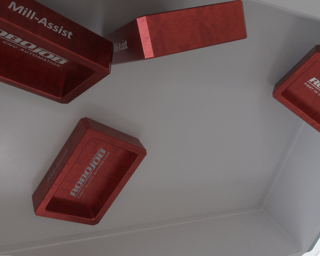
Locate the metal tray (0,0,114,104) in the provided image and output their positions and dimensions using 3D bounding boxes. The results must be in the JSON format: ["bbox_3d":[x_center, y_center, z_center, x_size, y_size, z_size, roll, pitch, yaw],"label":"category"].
[{"bbox_3d":[-0.118,-0.068,0.263,0.131,0.030,0.090,21,150,-36],"label":"metal tray"}]

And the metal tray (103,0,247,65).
[{"bbox_3d":[0.005,-0.084,0.290,0.091,0.130,0.030,-17,104,-19],"label":"metal tray"}]

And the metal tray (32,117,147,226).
[{"bbox_3d":[-0.089,0.060,0.393,0.090,0.030,0.129,26,104,-37],"label":"metal tray"}]

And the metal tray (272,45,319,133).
[{"bbox_3d":[0.241,-0.043,0.439,0.130,0.030,0.089,37,132,0],"label":"metal tray"}]
